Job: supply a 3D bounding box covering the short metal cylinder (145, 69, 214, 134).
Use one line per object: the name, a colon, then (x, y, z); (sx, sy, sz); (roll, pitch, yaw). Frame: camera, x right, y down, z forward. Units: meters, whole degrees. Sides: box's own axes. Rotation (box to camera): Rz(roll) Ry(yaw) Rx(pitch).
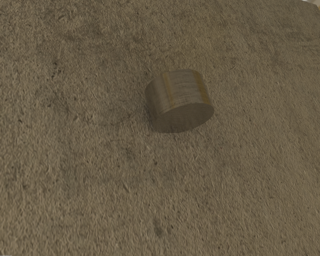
short metal cylinder: (0.025, -0.033, 0.405); (0.081, 0.080, 0.050); (-1, 63, -29)
